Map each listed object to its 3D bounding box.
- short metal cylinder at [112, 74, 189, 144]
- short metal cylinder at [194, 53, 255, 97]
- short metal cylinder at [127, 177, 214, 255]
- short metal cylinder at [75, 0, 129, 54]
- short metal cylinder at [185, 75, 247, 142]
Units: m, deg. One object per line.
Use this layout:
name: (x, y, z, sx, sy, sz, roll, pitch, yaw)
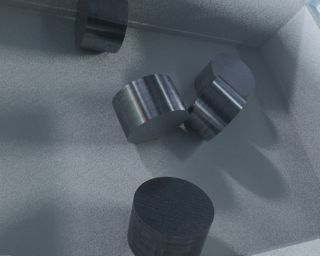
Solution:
short metal cylinder: (-0.012, -0.022, 0.379, 0.081, 0.080, 0.050, -13, 69, -34)
short metal cylinder: (0.102, -0.071, 0.490, 0.081, 0.050, 0.080, 14, 56, -21)
short metal cylinder: (0.010, 0.095, 0.317, 0.081, 0.050, 0.080, 9, 30, -5)
short metal cylinder: (-0.080, -0.145, 0.416, 0.050, 0.080, 0.080, 4, 60, -27)
short metal cylinder: (0.072, -0.027, 0.428, 0.050, 0.080, 0.080, 42, 51, 0)
